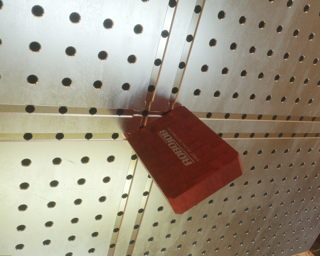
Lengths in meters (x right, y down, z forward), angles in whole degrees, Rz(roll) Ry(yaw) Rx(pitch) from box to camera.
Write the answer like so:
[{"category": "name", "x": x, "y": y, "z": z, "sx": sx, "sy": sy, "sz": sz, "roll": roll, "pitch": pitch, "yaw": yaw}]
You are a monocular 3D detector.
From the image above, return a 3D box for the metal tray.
[{"category": "metal tray", "x": 0.025, "y": 0.031, "z": 0.377, "sx": 0.090, "sy": 0.130, "sz": 0.030, "roll": -31, "pitch": 129, "yaw": -9}]
